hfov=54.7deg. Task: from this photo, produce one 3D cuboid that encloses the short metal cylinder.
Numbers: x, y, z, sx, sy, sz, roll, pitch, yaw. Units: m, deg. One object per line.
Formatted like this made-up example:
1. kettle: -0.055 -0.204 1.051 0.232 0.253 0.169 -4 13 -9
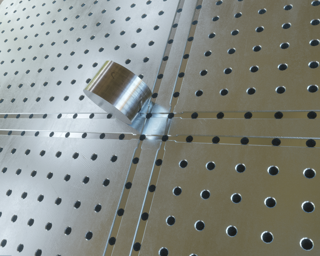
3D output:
1. short metal cylinder: -0.058 -0.048 0.432 0.080 0.080 0.050 25 75 36
